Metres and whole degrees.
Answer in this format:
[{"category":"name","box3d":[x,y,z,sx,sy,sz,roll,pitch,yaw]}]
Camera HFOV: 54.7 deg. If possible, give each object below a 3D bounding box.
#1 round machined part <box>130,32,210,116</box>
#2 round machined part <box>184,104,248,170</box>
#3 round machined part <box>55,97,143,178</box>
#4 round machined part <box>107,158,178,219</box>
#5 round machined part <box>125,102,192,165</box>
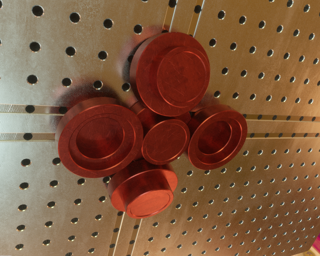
[{"category":"round machined part","box3d":[0.018,-0.061,0.359,0.099,0.042,0.097,-8,107,-25]},{"category":"round machined part","box3d":[0.074,0.009,0.448,0.099,0.042,0.097,-14,125,-21]},{"category":"round machined part","box3d":[-0.073,0.008,0.366,0.099,0.042,0.097,-14,125,-21]},{"category":"round machined part","box3d":[-0.020,0.090,0.431,0.099,0.042,0.097,-15,139,-14]},{"category":"round machined part","box3d":[0.000,0.009,0.406,0.099,0.042,0.097,-14,125,-21]}]
